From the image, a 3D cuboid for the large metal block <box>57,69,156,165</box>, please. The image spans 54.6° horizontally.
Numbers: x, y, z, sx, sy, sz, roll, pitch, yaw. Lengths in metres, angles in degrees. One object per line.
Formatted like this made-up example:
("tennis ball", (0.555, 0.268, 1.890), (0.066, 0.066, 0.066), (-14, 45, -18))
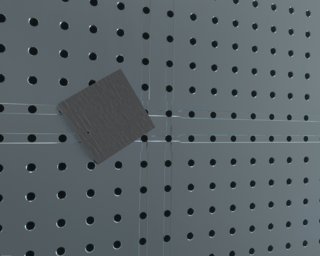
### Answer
("large metal block", (-0.066, -0.014, 0.375), (0.080, 0.050, 0.080), (-34, 101, -17))
